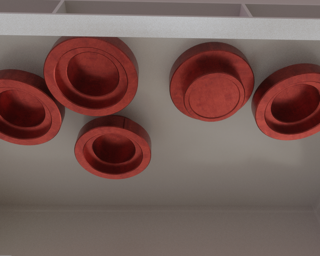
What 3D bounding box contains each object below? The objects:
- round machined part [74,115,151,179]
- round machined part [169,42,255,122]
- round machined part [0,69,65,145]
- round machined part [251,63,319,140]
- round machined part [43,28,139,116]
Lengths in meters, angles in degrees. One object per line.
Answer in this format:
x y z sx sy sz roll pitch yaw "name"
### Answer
-0.061 0.021 0.415 0.099 0.042 0.097 -1 130 0 "round machined part"
0.060 -0.046 0.360 0.099 0.042 0.097 -1 130 0 "round machined part"
-0.164 -0.028 0.371 0.099 0.042 0.097 -1 130 0 "round machined part"
0.159 -0.035 0.371 0.099 0.042 0.097 -1 130 0 "round machined part"
-0.073 -0.064 0.343 0.099 0.042 0.097 -1 130 0 "round machined part"
